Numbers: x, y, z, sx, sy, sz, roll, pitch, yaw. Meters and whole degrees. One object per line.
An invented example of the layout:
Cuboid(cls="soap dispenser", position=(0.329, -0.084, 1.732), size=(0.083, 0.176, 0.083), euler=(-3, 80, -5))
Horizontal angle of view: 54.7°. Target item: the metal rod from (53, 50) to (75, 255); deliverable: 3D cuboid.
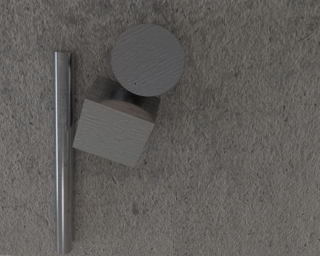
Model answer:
Cuboid(cls="metal rod", position=(-0.132, 0.046, 0.425), size=(0.025, 0.025, 0.298), euler=(6, 110, -2))

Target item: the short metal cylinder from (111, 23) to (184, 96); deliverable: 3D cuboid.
Cuboid(cls="short metal cylinder", position=(-0.014, -0.082, 0.366), size=(0.081, 0.050, 0.079), euler=(0, 110, 0))

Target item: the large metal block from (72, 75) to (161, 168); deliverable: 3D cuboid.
Cuboid(cls="large metal block", position=(-0.053, -0.006, 0.380), size=(0.080, 0.050, 0.079), euler=(20, 130, -8))
